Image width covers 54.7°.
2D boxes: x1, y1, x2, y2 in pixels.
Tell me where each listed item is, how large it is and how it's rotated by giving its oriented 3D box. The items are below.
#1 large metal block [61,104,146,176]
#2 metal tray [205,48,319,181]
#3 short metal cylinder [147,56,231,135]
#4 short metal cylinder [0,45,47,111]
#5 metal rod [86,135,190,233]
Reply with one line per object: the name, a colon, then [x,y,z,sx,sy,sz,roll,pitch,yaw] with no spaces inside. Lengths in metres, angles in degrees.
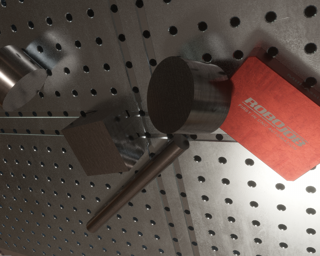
large metal block: [-0.081,0.019,0.448,0.080,0.050,0.080,-12,113,32]
metal tray: [0.124,-0.012,0.335,0.130,0.030,0.089,38,129,1]
short metal cylinder: [0.029,-0.033,0.333,0.080,0.050,0.080,-4,85,54]
short metal cylinder: [-0.210,-0.070,0.440,0.050,0.080,0.080,41,129,0]
metal rod: [-0.050,0.103,0.499,0.025,0.025,0.298,42,129,-1]
